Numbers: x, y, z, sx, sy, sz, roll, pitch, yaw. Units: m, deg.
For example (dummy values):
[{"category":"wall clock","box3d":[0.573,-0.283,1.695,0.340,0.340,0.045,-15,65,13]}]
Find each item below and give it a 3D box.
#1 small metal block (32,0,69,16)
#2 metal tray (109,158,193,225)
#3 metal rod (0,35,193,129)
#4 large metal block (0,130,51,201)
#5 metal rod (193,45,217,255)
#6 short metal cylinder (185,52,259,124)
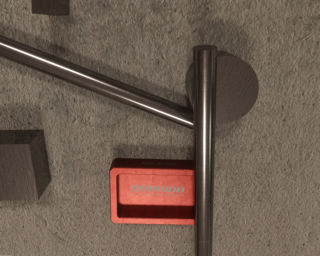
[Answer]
[{"category":"small metal block","box3d":[-0.119,-0.151,0.339,0.025,0.050,0.050,5,110,-2]},{"category":"metal tray","box3d":[-0.003,0.091,0.440,0.131,0.030,0.089,2,110,-1]},{"category":"metal rod","box3d":[-0.094,-0.062,0.385,0.302,0.025,0.025,21,109,-8]},{"category":"large metal block","box3d":[-0.199,0.048,0.412,0.081,0.050,0.079,-1,110,0]},{"category":"metal rod","box3d":[0.055,0.050,0.383,0.025,0.025,0.298,-3,117,1]},{"category":"short metal cylinder","box3d":[0.073,-0.051,0.379,0.081,0.050,0.079,0,110,-1]}]
